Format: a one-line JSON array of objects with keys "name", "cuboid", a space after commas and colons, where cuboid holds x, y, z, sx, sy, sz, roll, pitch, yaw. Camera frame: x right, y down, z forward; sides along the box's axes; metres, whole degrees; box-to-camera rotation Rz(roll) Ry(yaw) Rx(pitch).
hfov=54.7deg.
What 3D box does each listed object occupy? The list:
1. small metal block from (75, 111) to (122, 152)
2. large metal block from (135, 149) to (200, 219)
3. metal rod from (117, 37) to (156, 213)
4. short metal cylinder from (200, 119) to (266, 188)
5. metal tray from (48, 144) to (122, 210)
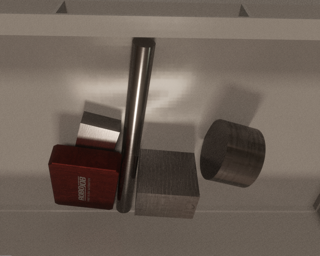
[{"name": "small metal block", "cuboid": [-0.083, 0.010, 0.416, 0.050, 0.025, 0.050, 14, 129, -13]}, {"name": "large metal block", "cuboid": [0.008, 0.078, 0.440, 0.081, 0.080, 0.050, 5, 130, -5]}, {"name": "metal rod", "cuboid": [-0.039, 0.021, 0.426, 0.025, 0.025, 0.298, 6, 130, -6]}, {"name": "short metal cylinder", "cuboid": [0.092, 0.033, 0.403, 0.050, 0.080, 0.079, 15, 129, -13]}, {"name": "metal tray", "cuboid": [-0.108, 0.077, 0.452, 0.091, 0.030, 0.129, 8, 142, -8]}]
